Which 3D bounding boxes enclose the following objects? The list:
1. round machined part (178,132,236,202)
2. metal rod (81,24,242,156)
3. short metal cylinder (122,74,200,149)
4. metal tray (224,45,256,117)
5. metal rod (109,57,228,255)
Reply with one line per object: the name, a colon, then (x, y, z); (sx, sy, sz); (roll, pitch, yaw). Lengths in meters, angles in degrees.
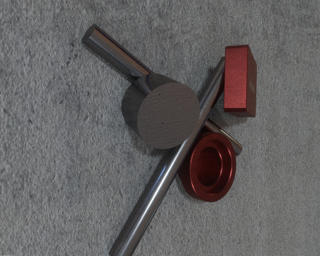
round machined part: (0.063, 0.055, 0.448); (0.099, 0.042, 0.097); (0, 90, -40)
metal rod: (0.023, -0.034, 0.426); (0.301, 0.025, 0.025); (35, 69, -35)
short metal cylinder: (0.001, -0.021, 0.373); (0.081, 0.050, 0.079); (-11, 115, -24)
metal tray: (0.125, -0.065, 0.470); (0.130, 0.030, 0.089); (4, 87, -68)
metal rod: (0.024, 0.030, 0.404); (0.025, 0.025, 0.300); (41, 72, -33)
